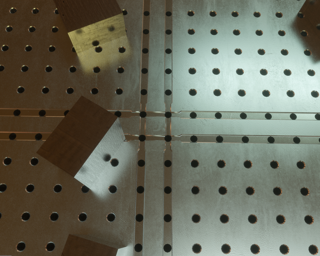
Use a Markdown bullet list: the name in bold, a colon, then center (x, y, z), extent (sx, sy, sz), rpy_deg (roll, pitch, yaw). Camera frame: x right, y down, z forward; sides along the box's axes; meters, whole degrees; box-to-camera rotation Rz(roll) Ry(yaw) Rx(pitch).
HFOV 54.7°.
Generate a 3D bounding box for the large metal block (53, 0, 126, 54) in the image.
- **large metal block**: center (-0.105, -0.170, 0.459), extent (0.080, 0.050, 0.080), rpy_deg (-24, 72, -9)

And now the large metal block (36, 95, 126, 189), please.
- **large metal block**: center (-0.089, 0.020, 0.374), extent (0.050, 0.080, 0.080), rpy_deg (31, 73, 10)

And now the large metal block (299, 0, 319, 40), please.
- **large metal block**: center (0.275, -0.175, 0.466), extent (0.080, 0.050, 0.080), rpy_deg (-23, 72, -9)

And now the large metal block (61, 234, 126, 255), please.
- **large metal block**: center (-0.076, 0.159, 0.324), extent (0.050, 0.080, 0.080), rpy_deg (16, 71, 5)
